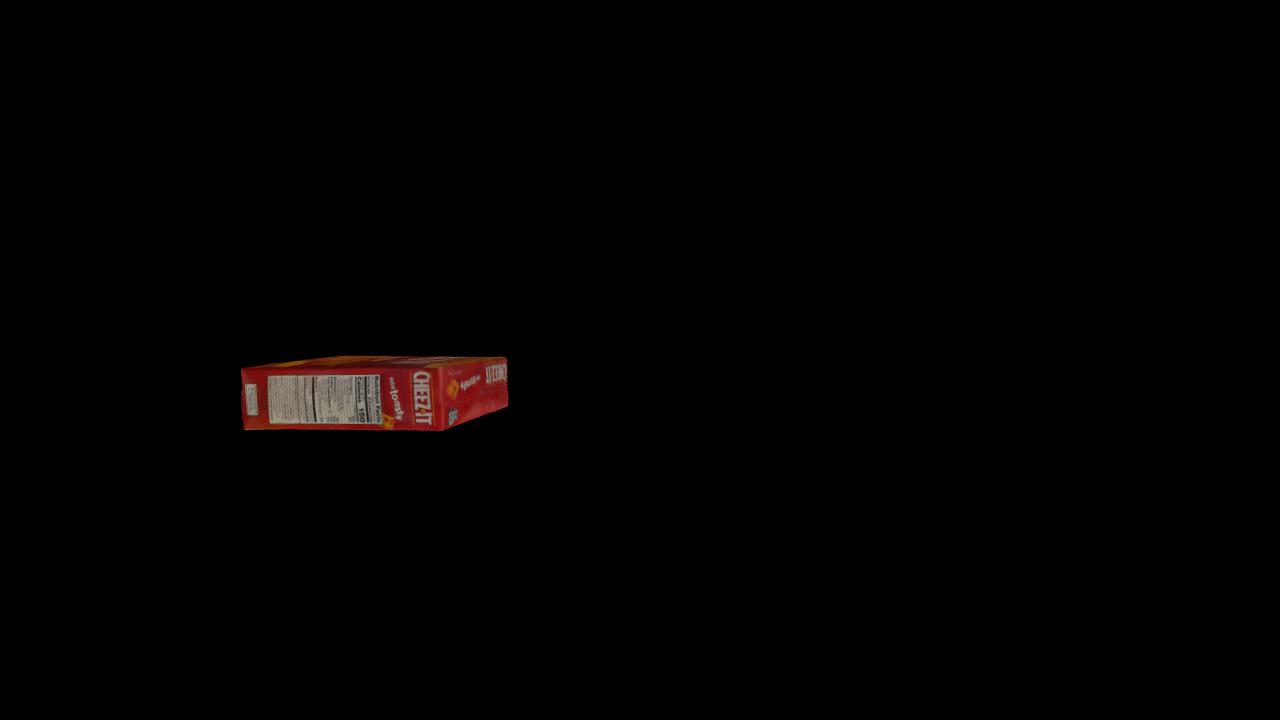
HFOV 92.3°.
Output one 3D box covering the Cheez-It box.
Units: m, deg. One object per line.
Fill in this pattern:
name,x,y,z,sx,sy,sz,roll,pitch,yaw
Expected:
Cheez-It box,-0.279,0.032,0.676,0.223,0.071,0.166,0,5,10
